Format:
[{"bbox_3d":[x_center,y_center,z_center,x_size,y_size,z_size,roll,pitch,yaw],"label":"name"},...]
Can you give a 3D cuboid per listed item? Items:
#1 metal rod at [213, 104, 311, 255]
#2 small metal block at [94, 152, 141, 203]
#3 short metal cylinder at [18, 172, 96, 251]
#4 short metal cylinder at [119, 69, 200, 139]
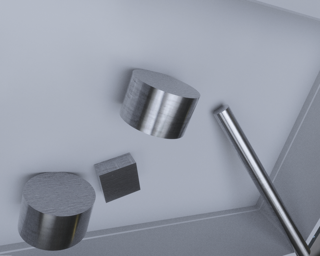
[{"bbox_3d":[0.166,0.093,0.487,0.025,0.025,0.299,-35,107,-6],"label":"metal rod"},{"bbox_3d":[-0.057,0.067,0.421,0.050,0.025,0.050,-18,126,-18],"label":"small metal block"},{"bbox_3d":[-0.122,0.096,0.367,0.081,0.080,0.050,4,117,-31],"label":"short metal cylinder"},{"bbox_3d":[-0.001,-0.029,0.356,0.081,0.080,0.050,7,115,-32],"label":"short metal cylinder"}]
